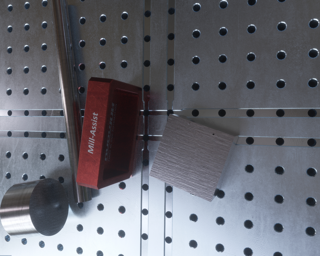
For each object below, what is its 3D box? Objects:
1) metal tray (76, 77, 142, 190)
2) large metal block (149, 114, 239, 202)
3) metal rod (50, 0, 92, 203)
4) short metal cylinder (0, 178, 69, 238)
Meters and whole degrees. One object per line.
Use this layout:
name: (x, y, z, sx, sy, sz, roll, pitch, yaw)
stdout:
metal tray: (-0.062, 0.006, 0.399, 0.030, 0.090, 0.129, 9, 93, 20)
large metal block: (0.043, 0.034, 0.384, 0.080, 0.050, 0.080, 20, 97, 18)
metal rod: (-0.132, -0.042, 0.459, 0.025, 0.025, 0.298, -9, 87, 20)
short metal cylinder: (-0.178, 0.116, 0.446, 0.050, 0.080, 0.080, -12, 86, 20)
